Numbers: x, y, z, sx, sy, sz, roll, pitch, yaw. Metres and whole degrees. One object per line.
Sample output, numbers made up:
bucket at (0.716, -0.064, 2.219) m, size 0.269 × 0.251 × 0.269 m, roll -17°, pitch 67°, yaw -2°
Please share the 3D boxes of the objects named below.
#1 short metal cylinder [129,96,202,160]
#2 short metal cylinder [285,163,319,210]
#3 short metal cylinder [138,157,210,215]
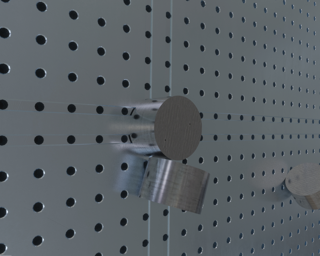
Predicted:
short metal cylinder at (0.008, 0.000, 0.399) m, size 0.081 × 0.050 × 0.079 m, roll 0°, pitch 90°, yaw -40°
short metal cylinder at (0.304, 0.117, 0.628) m, size 0.050 × 0.080 × 0.080 m, roll 50°, pitch 61°, yaw -29°
short metal cylinder at (0.018, 0.072, 0.388) m, size 0.080 × 0.080 × 0.050 m, roll 26°, pitch 74°, yaw -37°
